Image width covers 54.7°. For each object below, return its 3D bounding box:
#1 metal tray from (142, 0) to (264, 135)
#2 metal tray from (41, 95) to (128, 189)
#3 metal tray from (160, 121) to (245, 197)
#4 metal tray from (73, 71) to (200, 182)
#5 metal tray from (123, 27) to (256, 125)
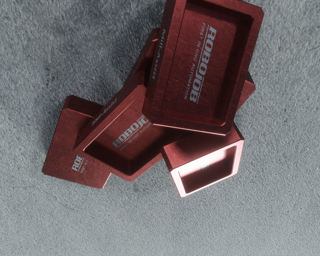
[{"bbox_3d":[0.041,-0.063,0.307,0.091,0.030,0.129,9,103,-21],"label":"metal tray"},{"bbox_3d":[-0.101,0.025,0.424,0.091,0.030,0.129,19,127,-16],"label":"metal tray"},{"bbox_3d":[0.056,0.044,0.399,0.090,0.030,0.130,-23,153,-2],"label":"metal tray"},{"bbox_3d":[-0.029,0.004,0.369,0.090,0.030,0.130,34,122,-26],"label":"metal tray"},{"bbox_3d":[0.032,-0.048,0.365,0.131,0.030,0.089,21,127,-18],"label":"metal tray"}]
